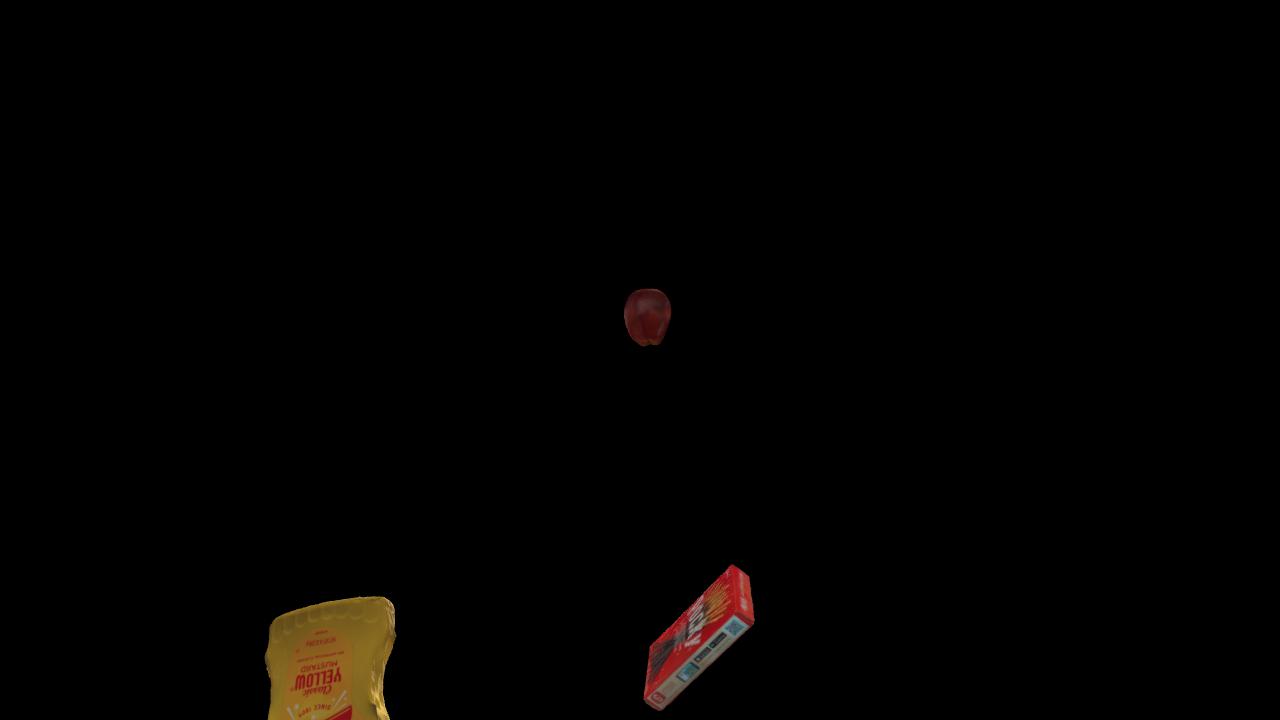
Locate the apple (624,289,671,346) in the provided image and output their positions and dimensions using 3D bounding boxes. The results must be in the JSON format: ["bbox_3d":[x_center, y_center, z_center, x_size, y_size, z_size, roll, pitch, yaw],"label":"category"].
[{"bbox_3d":[0.014,-0.071,0.993,0.079,0.093,0.079,2,-19,1],"label":"apple"}]

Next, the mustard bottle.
[{"bbox_3d":[-0.227,0.275,0.446,0.092,0.184,0.054,-6,-35,-13],"label":"mustard bottle"}]

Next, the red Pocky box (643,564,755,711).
[{"bbox_3d":[0.063,0.302,0.673,0.028,0.155,0.083,38,15,-4],"label":"red Pocky box"}]
